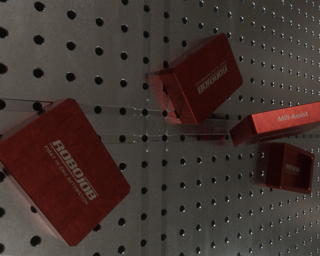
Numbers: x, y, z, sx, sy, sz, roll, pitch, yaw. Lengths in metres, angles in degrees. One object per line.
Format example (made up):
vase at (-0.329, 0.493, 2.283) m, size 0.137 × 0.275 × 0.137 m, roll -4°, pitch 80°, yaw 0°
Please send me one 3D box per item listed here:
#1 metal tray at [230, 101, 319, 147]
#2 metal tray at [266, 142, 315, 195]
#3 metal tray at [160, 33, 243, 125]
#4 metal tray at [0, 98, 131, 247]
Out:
metal tray at (0.187, -0.004, 0.489) m, size 0.131 × 0.090 × 0.030 m, roll -11°, pitch 75°, yaw -9°
metal tray at (0.272, 0.085, 0.637) m, size 0.131 × 0.030 × 0.090 m, roll 17°, pitch 79°, yaw -39°
metal tray at (0.067, -0.075, 0.465) m, size 0.131 × 0.030 × 0.090 m, roll -41°, pitch 115°, yaw -33°
metal tray at (-0.098, 0.045, 0.325) m, size 0.090 × 0.030 × 0.130 m, roll -43°, pitch 116°, yaw -32°
